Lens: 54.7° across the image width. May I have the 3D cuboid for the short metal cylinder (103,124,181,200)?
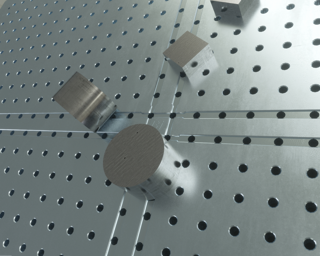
[{"bbox_3d":[-0.021,0.042,0.378,0.080,0.050,0.080,-13,56,21],"label":"short metal cylinder"}]

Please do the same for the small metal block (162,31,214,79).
[{"bbox_3d":[0.041,-0.108,0.453,0.050,0.025,0.050,-43,51,-1],"label":"small metal block"}]

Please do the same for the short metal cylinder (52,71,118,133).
[{"bbox_3d":[-0.108,-0.037,0.453,0.050,0.080,0.080,-50,52,-6],"label":"short metal cylinder"}]

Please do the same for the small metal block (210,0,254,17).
[{"bbox_3d":[0.113,-0.200,0.472,0.050,0.025,0.050,27,76,37],"label":"small metal block"}]
